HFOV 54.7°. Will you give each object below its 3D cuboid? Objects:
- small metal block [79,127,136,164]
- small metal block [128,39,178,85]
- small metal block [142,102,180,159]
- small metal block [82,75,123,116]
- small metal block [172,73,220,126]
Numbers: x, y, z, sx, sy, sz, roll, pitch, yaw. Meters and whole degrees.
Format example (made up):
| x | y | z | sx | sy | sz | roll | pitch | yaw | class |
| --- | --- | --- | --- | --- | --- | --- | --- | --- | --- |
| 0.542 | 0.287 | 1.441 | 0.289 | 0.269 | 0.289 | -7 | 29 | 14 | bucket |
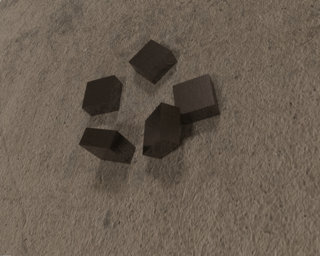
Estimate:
| x | y | z | sx | sy | sz | roll | pitch | yaw | class |
| --- | --- | --- | --- | --- | --- | --- | --- | --- | --- |
| -0.068 | 0.024 | 0.407 | 0.050 | 0.050 | 0.025 | 5 | 64 | 30 | small metal block |
| -0.011 | -0.101 | 0.470 | 0.050 | 0.025 | 0.050 | -46 | 52 | -4 | small metal block |
| 0.001 | 0.004 | 0.382 | 0.050 | 0.025 | 0.050 | 135 | 145 | -52 | small metal block |
| -0.089 | -0.050 | 0.479 | 0.050 | 0.025 | 0.050 | -10 | 57 | 22 | small metal block |
| 0.046 | -0.037 | 0.401 | 0.050 | 0.025 | 0.050 | -17 | 55 | 18 | small metal block |
